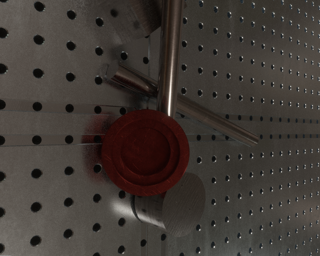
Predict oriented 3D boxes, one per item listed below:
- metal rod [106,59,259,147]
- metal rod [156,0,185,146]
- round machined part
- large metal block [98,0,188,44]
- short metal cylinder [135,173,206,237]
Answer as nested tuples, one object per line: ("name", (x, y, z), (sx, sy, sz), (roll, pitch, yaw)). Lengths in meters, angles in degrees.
("metal rod", (0.054, -0.023, 0.456), (0.302, 0.025, 0.025), (23, 76, -38))
("metal rod", (0.012, -0.097, 0.365), (0.025, 0.025, 0.298), (-14, 116, -39))
("round machined part", (-0.017, 0.027, 0.365), (0.099, 0.042, 0.097), (0, 90, -2))
("large metal block", (-0.024, -0.161, 0.374), (0.080, 0.050, 0.080), (-46, 118, -30))
("short metal cylinder", (0.014, 0.094, 0.403), (0.081, 0.050, 0.079), (-5, 96, -43))
